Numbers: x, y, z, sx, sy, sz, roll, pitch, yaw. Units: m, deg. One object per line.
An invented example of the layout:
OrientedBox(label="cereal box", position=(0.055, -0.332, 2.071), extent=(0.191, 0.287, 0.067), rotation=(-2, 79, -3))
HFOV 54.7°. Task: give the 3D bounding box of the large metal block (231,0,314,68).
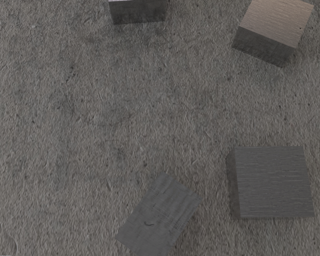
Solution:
OrientedBox(label="large metal block", position=(0.161, -0.146, 0.449), extent=(0.080, 0.050, 0.080), rotation=(26, 72, 9))

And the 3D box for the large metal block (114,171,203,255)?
OrientedBox(label="large metal block", position=(0.000, 0.102, 0.342), extent=(0.050, 0.080, 0.080), rotation=(33, 73, 11))

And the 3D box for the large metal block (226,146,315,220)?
OrientedBox(label="large metal block", position=(0.127, 0.067, 0.371), extent=(0.081, 0.050, 0.080), rotation=(0, 70, 0))

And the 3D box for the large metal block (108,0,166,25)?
OrientedBox(label="large metal block", position=(-0.035, -0.209, 0.471), extent=(0.081, 0.050, 0.080), rotation=(-5, 70, -2))
